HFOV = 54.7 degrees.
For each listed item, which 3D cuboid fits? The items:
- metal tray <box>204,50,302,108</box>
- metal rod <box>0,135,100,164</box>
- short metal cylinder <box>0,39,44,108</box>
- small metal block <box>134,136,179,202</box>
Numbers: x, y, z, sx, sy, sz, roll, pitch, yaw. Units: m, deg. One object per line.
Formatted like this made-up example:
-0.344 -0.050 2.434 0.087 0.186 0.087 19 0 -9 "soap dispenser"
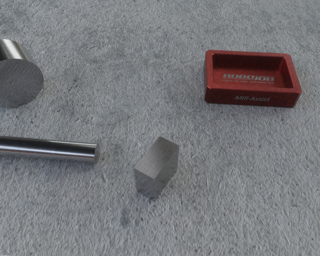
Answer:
0.133 -0.076 0.465 0.131 0.030 0.090 3 50 2 "metal tray"
-0.226 0.019 0.383 0.302 0.025 0.025 4 50 3 "metal rod"
-0.210 -0.074 0.427 0.081 0.080 0.050 -26 55 -21 "short metal cylinder"
-0.003 0.046 0.348 0.025 0.050 0.050 26 55 20 "small metal block"
